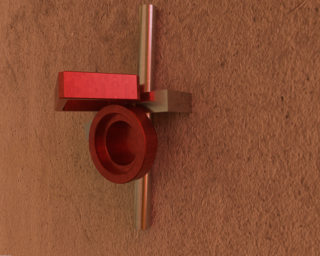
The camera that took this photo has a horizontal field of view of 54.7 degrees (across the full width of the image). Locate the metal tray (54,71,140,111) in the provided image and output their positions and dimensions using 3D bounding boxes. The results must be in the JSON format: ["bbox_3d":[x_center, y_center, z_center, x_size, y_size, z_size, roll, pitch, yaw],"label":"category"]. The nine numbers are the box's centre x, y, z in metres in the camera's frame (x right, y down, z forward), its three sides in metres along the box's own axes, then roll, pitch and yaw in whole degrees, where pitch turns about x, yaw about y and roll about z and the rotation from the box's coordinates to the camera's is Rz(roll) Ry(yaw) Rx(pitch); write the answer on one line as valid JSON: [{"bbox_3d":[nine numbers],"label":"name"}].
[{"bbox_3d":[-0.087,-0.043,0.404,0.130,0.091,0.030,170,98,-69],"label":"metal tray"}]

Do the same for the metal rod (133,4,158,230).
[{"bbox_3d":[-0.020,-0.013,0.421,0.025,0.025,0.298,3,92,39],"label":"metal rod"}]

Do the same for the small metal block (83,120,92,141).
[{"bbox_3d":[-0.073,-0.001,0.448,0.050,0.050,0.025,-24,75,37],"label":"small metal block"}]

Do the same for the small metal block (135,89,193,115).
[{"bbox_3d":[0.005,-0.031,0.384,0.050,0.050,0.025,-2,89,39],"label":"small metal block"}]

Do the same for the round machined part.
[{"bbox_3d":[-0.042,0.018,0.392,0.098,0.042,0.097,3,95,37],"label":"round machined part"}]
